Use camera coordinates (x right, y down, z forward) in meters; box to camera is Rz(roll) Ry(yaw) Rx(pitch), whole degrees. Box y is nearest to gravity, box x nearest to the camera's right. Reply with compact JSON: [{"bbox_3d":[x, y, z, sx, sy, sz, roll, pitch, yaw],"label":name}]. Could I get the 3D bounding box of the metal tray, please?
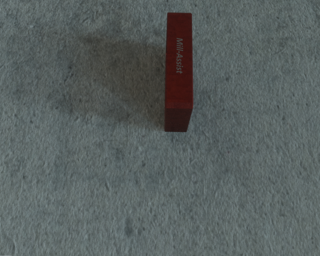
[{"bbox_3d":[0.023,-0.069,0.399,0.030,0.090,0.130,1,70,0],"label":"metal tray"}]
